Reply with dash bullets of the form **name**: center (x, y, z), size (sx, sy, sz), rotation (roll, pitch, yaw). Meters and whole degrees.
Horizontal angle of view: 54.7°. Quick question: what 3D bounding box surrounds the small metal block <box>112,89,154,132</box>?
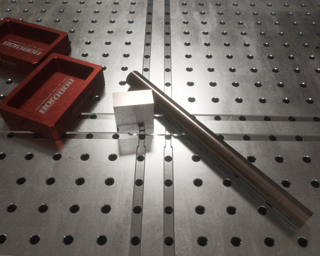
- **small metal block**: center (-0.034, -0.022, 0.410), size (0.050, 0.050, 0.025), rotation (-6, 51, -5)

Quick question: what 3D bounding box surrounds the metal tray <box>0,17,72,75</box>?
- **metal tray**: center (-0.229, -0.137, 0.516), size (0.130, 0.030, 0.090), rotation (18, 52, 14)

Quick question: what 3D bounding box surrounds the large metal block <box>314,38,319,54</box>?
- **large metal block**: center (0.323, -0.159, 0.529), size (0.080, 0.050, 0.080), rotation (24, 54, 18)

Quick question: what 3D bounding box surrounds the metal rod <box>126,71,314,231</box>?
- **metal rod**: center (0.056, 0.011, 0.398), size (0.025, 0.025, 0.300), rotation (-33, 58, -25)

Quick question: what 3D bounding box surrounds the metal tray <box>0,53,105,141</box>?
- **metal tray**: center (-0.150, -0.050, 0.444), size (0.090, 0.030, 0.130), rotation (18, 52, 14)
